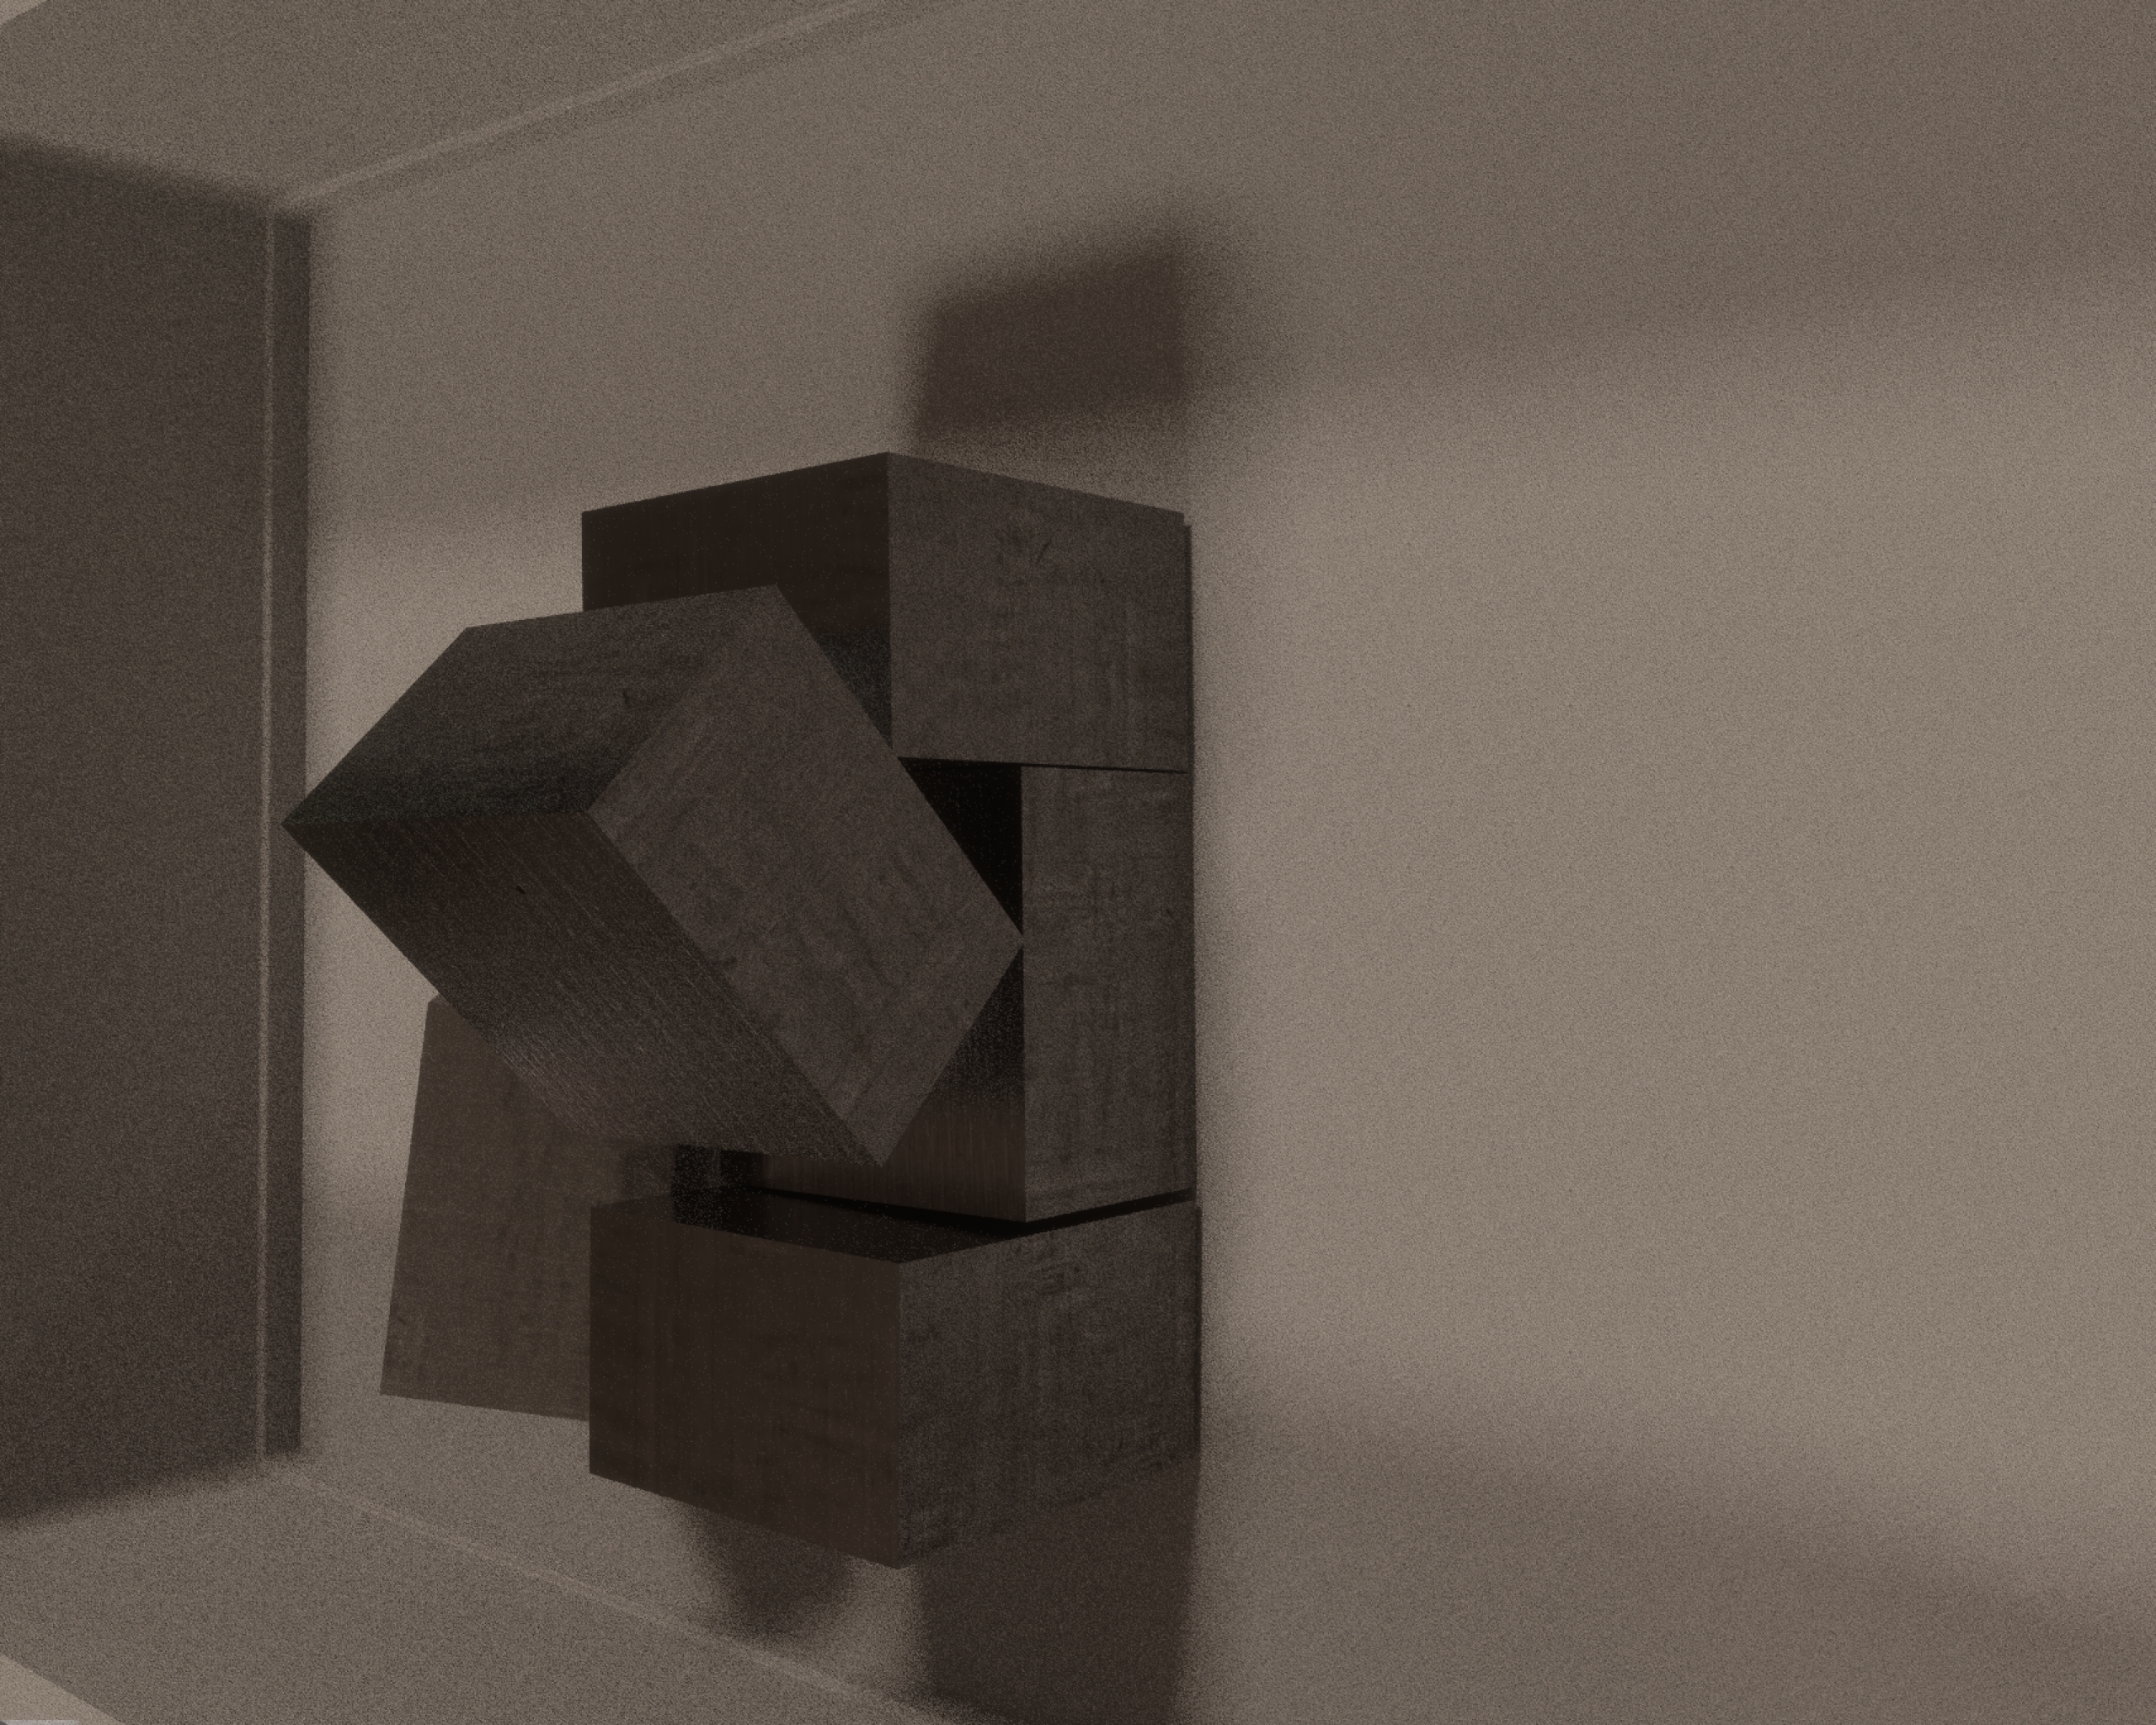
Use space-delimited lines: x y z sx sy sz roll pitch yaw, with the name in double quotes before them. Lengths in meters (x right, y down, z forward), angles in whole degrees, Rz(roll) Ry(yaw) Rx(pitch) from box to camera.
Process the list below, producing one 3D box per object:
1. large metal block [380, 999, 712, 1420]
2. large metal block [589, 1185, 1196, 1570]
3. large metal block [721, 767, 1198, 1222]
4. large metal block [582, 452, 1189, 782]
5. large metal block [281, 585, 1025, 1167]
"large metal block" -0.107 0.063 0.444 0.050 0.080 0.079 9 98 -4
"large metal block" -0.034 0.089 0.394 0.080 0.081 0.050 1 91 39
"large metal block" -0.024 0.023 0.409 0.080 0.050 0.079 -1 90 39
"large metal block" -0.036 -0.042 0.395 0.080 0.081 0.050 -1 89 39
"large metal block" -0.070 0.004 0.351 0.080 0.080 0.050 -1 45 39
